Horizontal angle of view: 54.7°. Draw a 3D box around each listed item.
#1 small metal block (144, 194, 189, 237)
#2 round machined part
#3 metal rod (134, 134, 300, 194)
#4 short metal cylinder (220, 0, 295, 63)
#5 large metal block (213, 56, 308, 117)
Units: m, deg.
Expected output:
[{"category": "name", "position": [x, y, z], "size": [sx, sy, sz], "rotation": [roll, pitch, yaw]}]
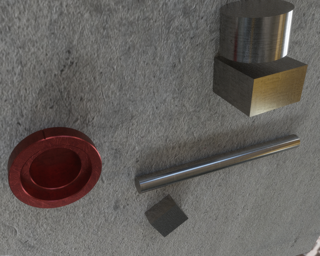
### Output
[{"category": "small metal block", "position": [0.011, 0.143, 0.504], "size": [0.050, 0.025, 0.050], "rotation": [-37, 130, -4]}, {"category": "round machined part", "position": [-0.121, 0.041, 0.356], "size": [0.099, 0.042, 0.097], "rotation": [-14, 125, -21]}, {"category": "metal rod", "position": [0.105, 0.052, 0.498], "size": [0.303, 0.025, 0.025], "rotation": [-12, 124, -22]}, {"category": "short metal cylinder", "position": [0.111, -0.115, 0.362], "size": [0.081, 0.080, 0.050], "rotation": [-19, 126, -18]}, {"category": "large metal block", "position": [0.126, -0.064, 0.403], "size": [0.081, 0.080, 0.050], "rotation": [-17, 125, -19]}]
